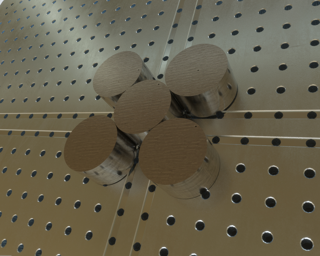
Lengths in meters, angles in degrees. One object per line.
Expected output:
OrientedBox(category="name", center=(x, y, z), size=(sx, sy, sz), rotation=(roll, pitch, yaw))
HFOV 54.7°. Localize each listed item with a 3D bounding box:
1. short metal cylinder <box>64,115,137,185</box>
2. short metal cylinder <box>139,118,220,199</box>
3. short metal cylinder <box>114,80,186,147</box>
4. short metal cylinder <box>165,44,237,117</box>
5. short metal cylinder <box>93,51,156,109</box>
OrientedBox(category="short metal cylinder", center=(-0.079, 0.030, 0.412), size=(0.080, 0.050, 0.080), rotation=(-13, 56, 20))
OrientedBox(category="short metal cylinder", center=(0.023, 0.035, 0.357), size=(0.080, 0.050, 0.080), rotation=(-13, 56, 20))
OrientedBox(category="short metal cylinder", center=(-0.013, -0.016, 0.407), size=(0.080, 0.050, 0.080), rotation=(-13, 56, 20))
OrientedBox(category="short metal cylinder", center=(0.053, -0.061, 0.398), size=(0.080, 0.050, 0.080), rotation=(-13, 56, 20))
OrientedBox(category="short metal cylinder", center=(-0.051, -0.066, 0.457), size=(0.080, 0.050, 0.080), rotation=(-13, 56, 20))
